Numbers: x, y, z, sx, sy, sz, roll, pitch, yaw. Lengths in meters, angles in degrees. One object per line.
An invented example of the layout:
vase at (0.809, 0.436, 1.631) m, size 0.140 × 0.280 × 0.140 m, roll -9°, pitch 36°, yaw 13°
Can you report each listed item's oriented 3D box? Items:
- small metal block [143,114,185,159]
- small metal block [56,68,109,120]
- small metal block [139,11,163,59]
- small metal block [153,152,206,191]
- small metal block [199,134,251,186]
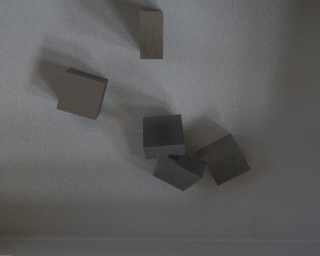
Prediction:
small metal block at (0.005, 0.011, 0.399) m, size 0.050 × 0.050 × 0.025 m, roll -5°, pitch 139°, yaw 1°
small metal block at (-0.098, -0.043, 0.394) m, size 0.050 × 0.025 × 0.050 m, roll 16°, pitch 109°, yaw -6°
small metal block at (-0.009, -0.108, 0.358) m, size 0.025 × 0.050 × 0.050 m, roll 0°, pitch 110°, yaw 0°
small metal block at (0.026, 0.056, 0.420) m, size 0.050 × 0.025 × 0.050 m, roll 29°, pitch 140°, yaw -10°
small metal block at (0.089, 0.044, 0.428) m, size 0.050 × 0.025 × 0.050 m, roll -29°, pitch 108°, yaw 10°
